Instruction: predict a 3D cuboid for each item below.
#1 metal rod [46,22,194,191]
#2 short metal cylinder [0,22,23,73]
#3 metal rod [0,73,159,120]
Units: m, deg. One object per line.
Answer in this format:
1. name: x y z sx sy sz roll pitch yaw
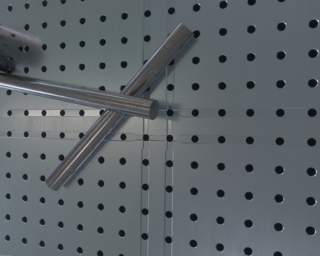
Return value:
1. metal rod: -0.063 -0.021 0.434 0.025 0.025 0.299 46 104 14
2. short metal cylinder: -0.270 -0.132 0.494 0.080 0.050 0.079 0 90 20
3. metal rod: -0.139 -0.051 0.444 0.301 0.025 0.025 12 94 26
